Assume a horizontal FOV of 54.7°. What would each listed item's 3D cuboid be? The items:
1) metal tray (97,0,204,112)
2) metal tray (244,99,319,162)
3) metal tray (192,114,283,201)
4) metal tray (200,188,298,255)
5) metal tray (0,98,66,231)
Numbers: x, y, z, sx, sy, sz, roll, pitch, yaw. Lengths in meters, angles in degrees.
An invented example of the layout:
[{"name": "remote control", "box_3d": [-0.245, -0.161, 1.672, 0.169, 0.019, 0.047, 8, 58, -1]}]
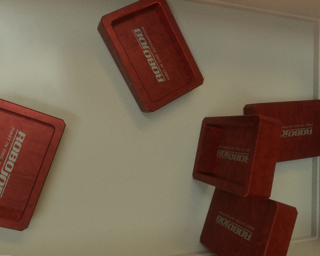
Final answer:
[{"name": "metal tray", "box_3d": [-0.010, -0.096, 0.404, 0.091, 0.030, 0.130, -31, 100, -18]}, {"name": "metal tray", "box_3d": [0.196, 0.004, 0.482, 0.131, 0.030, 0.089, -5, 92, -20]}, {"name": "metal tray", "box_3d": [0.090, 0.031, 0.389, 0.030, 0.130, 0.090, 13, 86, -20]}, {"name": "metal tray", "box_3d": [0.106, 0.127, 0.396, 0.030, 0.130, 0.090, 21, 83, -19]}, {"name": "metal tray", "box_3d": [-0.171, 0.038, 0.344, 0.091, 0.030, 0.129, 21, 83, -19]}]
